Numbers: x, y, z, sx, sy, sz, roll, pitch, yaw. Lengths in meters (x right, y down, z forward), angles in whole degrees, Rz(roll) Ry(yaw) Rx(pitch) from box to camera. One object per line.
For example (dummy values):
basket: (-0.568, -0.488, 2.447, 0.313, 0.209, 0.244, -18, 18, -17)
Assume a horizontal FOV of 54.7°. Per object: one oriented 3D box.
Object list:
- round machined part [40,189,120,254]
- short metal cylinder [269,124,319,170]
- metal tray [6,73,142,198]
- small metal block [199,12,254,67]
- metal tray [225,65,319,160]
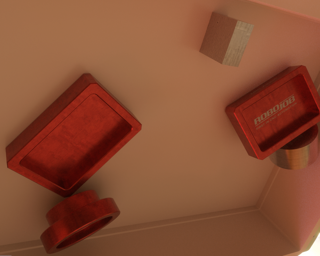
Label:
round machined part: (-0.104, 0.114, 0.394, 0.099, 0.042, 0.098, -29, 162, -10)
short metal cylinder: (0.215, 0.021, 0.507, 0.080, 0.080, 0.050, -33, 129, -7)
metal tray: (-0.097, 0.012, 0.360, 0.130, 0.030, 0.090, -43, 130, 1)
small metal block: (0.078, -0.106, 0.371, 0.025, 0.050, 0.050, 3, 117, -30)
metal tray: (0.175, -0.024, 0.464, 0.131, 0.030, 0.090, -32, 102, -8)
